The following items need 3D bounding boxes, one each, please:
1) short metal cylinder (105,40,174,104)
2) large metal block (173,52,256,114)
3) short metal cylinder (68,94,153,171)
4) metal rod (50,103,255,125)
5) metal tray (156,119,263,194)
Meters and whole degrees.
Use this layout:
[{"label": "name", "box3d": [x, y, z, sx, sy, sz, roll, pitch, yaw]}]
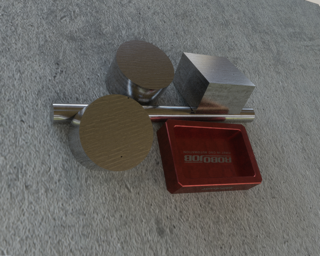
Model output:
[{"label": "short metal cylinder", "box3d": [-0.028, -0.071, 0.417, 0.081, 0.050, 0.080, 14, 56, -21]}, {"label": "large metal block", "box3d": [0.076, -0.065, 0.454, 0.081, 0.050, 0.080, -1, 41, -29]}, {"label": "short metal cylinder", "box3d": [-0.055, 0.007, 0.339, 0.081, 0.050, 0.080, 5, 80, -28]}, {"label": "metal rod", "box3d": [0.010, -0.018, 0.423, 0.303, 0.025, 0.025, -1, 62, -29]}, {"label": "metal tray", "box3d": [0.066, 0.037, 0.414, 0.131, 0.030, 0.090, 3, 60, -27]}]
